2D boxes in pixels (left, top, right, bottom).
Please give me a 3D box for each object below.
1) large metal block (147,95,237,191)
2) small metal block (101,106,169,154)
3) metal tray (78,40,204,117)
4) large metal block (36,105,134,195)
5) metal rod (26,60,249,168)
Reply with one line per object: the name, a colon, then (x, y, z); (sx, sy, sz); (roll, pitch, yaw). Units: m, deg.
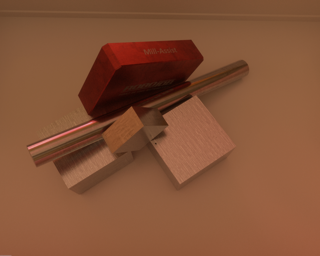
large metal block: (0.034, 0.019, 0.388); (0.080, 0.050, 0.080); (-32, 73, -11)
small metal block: (-0.027, 0.002, 0.342); (0.050, 0.050, 0.025); (-40, 71, 25)
metal tray: (-0.021, -0.060, 0.367); (0.131, 0.090, 0.030); (-16, 69, -40)
large metal block: (-0.090, 0.023, 0.383); (0.080, 0.050, 0.080); (-32, 73, -11)
metal rod: (-0.006, -0.028, 0.379); (0.302, 0.025, 0.025); (-25, 72, -25)
